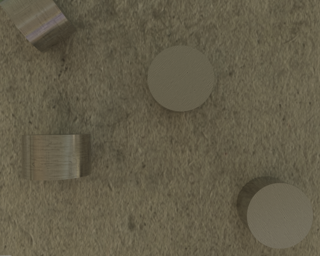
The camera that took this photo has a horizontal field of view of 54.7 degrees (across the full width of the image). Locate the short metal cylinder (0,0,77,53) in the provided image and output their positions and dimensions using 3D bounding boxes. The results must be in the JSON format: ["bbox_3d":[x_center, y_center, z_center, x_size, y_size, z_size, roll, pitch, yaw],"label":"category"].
[{"bbox_3d":[-0.148,-0.140,0.380,0.050,0.080,0.080,-35,90,0],"label":"short metal cylinder"}]

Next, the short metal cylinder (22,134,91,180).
[{"bbox_3d":[-0.126,0.033,0.381,0.081,0.080,0.050,-1,90,-1],"label":"short metal cylinder"}]

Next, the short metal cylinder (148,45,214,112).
[{"bbox_3d":[0.025,-0.060,0.398,0.081,0.050,0.079,0,90,-1],"label":"short metal cylinder"}]

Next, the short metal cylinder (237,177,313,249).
[{"bbox_3d":[0.145,0.106,0.400,0.081,0.050,0.079,0,90,-1],"label":"short metal cylinder"}]
